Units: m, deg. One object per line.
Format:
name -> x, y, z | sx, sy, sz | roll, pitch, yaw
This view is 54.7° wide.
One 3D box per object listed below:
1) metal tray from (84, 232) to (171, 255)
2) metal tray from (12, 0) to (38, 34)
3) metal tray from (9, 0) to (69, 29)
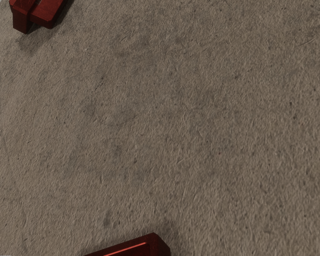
metal tray -> -0.052, 0.167, 0.306 | 0.130, 0.030, 0.090 | -23, 35, 14
metal tray -> -0.279, -0.283, 0.685 | 0.090, 0.030, 0.130 | -29, 38, 62
metal tray -> -0.252, -0.289, 0.673 | 0.090, 0.030, 0.130 | 23, 68, -9
